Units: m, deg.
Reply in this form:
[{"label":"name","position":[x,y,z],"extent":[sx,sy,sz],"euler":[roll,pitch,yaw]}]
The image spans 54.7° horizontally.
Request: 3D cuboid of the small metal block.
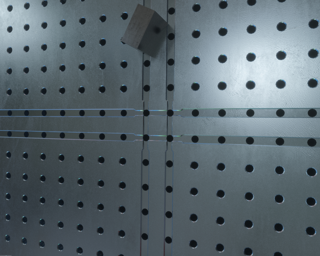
[{"label":"small metal block","position":[-0.019,-0.126,0.406],"extent":[0.025,0.050,0.050],"euler":[29,100,17]}]
